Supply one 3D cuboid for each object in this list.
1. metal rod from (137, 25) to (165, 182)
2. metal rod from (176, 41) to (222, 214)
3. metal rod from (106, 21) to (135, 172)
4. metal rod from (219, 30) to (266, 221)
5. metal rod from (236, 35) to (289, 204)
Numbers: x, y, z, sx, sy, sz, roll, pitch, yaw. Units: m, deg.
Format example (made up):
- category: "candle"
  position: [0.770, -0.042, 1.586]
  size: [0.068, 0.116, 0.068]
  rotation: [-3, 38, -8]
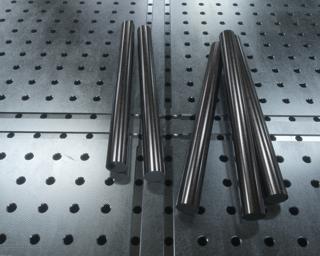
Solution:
- category: "metal rod"
  position: [-0.017, -0.058, 0.456]
  size: [0.025, 0.025, 0.300]
  rotation: [-3, 50, -3]
- category: "metal rod"
  position: [0.064, -0.024, 0.428]
  size: [0.025, 0.025, 0.300]
  rotation: [11, 51, 8]
- category: "metal rod"
  position: [-0.055, -0.068, 0.464]
  size: [0.025, 0.025, 0.300]
  rotation: [-1, 50, -1]
- category: "metal rod"
  position: [0.104, -0.027, 0.416]
  size: [0.025, 0.025, 0.300]
  rotation: [2, 55, 1]
- category: "metal rod"
  position: [0.128, -0.036, 0.439]
  size: [0.025, 0.025, 0.300]
  rotation: [0, 50, -1]
